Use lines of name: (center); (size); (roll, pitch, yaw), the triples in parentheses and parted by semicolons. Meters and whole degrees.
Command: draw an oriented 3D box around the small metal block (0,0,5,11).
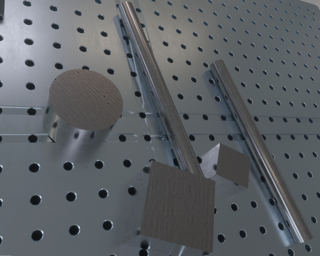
small metal block: (-0.232, -0.166, 0.384); (0.050, 0.025, 0.050); (46, 51, 4)

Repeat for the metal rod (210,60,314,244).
metal rod: (0.147, 0.022, 0.473); (0.025, 0.025, 0.299); (-8, 66, -32)

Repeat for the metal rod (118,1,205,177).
metal rod: (-0.005, -0.062, 0.443); (0.025, 0.025, 0.299); (-8, 66, -32)

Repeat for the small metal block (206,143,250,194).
small metal block: (0.094, 0.056, 0.425); (0.050, 0.025, 0.050); (25, 53, -13)

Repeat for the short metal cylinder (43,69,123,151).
short metal cylinder: (-0.089, -0.021, 0.357); (0.081, 0.050, 0.080); (14, 56, -21)

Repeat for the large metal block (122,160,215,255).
large metal block: (0.012, 0.092, 0.343); (0.080, 0.050, 0.080); (21, 54, -16)
